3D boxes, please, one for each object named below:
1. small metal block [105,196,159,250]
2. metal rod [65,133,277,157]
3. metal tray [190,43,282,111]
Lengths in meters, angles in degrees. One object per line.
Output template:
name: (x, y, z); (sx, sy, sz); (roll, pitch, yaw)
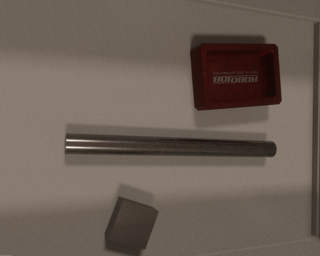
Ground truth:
small metal block: (-0.036, 0.122, 0.398); (0.050, 0.025, 0.050); (23, 82, -19)
metal rod: (0.029, 0.026, 0.422); (0.303, 0.025, 0.025); (3, 89, -21)
metal tray: (0.112, -0.074, 0.450); (0.131, 0.030, 0.089); (-5, 92, -20)
